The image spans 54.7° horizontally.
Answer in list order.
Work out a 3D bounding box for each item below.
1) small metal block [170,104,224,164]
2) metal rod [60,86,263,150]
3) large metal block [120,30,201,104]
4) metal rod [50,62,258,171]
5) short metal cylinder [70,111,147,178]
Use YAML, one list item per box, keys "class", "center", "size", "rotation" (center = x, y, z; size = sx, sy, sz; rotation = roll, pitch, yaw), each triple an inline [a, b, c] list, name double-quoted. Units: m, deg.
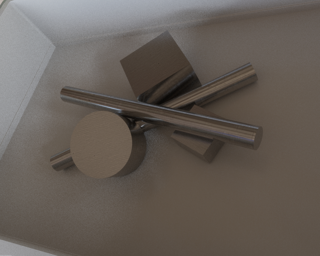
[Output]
- class: "small metal block"
  center: [0.050, 0.006, 0.370]
  size: [0.050, 0.025, 0.050]
  rotation: [30, 78, 37]
- class: "metal rod"
  center: [-0.022, -0.021, 0.395]
  size: [0.300, 0.025, 0.025]
  rotation: [15, 69, 33]
- class: "large metal block"
  center: [0.000, -0.076, 0.432]
  size: [0.080, 0.050, 0.080]
  rotation: [-31, 52, 8]
- class: "metal rod"
  center: [-0.017, -0.010, 0.417]
  size: [0.301, 0.025, 0.025]
  rotation: [-24, 53, 12]
- class: "short metal cylinder"
  center: [-0.063, 0.022, 0.388]
  size: [0.080, 0.050, 0.080]
  rotation: [-2, 83, 16]
